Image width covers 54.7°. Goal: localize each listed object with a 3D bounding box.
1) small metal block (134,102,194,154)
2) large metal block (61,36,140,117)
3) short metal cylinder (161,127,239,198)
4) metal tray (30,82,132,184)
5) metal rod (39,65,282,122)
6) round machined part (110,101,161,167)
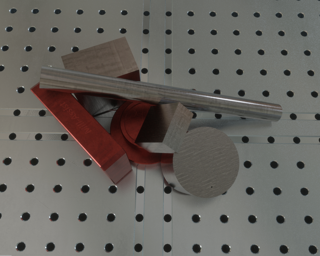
[{"bbox_3d":[0.004,0.001,0.352,0.025,0.050,0.050,37,66,-32],"label":"small metal block"},{"bbox_3d":[-0.071,-0.063,0.403,0.080,0.080,0.050,-20,72,-7],"label":"large metal block"},{"bbox_3d":[0.046,0.041,0.371,0.081,0.050,0.080,2,83,-15],"label":"short metal cylinder"},{"bbox_3d":[-0.091,0.004,0.374,0.030,0.090,0.130,-42,76,-14],"label":"metal tray"},{"bbox_3d":[0.017,-0.037,0.375,0.302,0.025,0.025,7,69,-19],"label":"metal rod"},{"bbox_3d":[-0.016,0.000,0.405,0.099,0.042,0.098,0,70,-1],"label":"round machined part"}]
